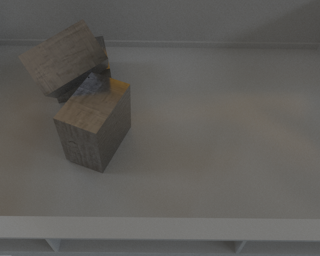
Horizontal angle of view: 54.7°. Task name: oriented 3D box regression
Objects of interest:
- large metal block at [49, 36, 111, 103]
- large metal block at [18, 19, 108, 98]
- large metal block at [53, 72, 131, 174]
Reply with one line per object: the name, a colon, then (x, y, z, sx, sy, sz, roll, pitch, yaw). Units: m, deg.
large metal block: (-0.117, -0.088, 0.462, 0.081, 0.050, 0.080, -10, 51, -9)
large metal block: (-0.111, -0.079, 0.376, 0.080, 0.080, 0.050, -33, 98, -6)
large metal block: (-0.075, -0.006, 0.372, 0.050, 0.080, 0.080, 19, 53, 11)
